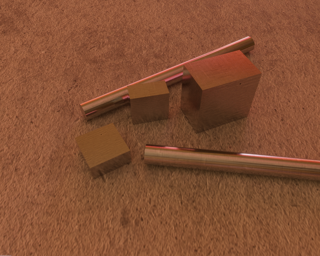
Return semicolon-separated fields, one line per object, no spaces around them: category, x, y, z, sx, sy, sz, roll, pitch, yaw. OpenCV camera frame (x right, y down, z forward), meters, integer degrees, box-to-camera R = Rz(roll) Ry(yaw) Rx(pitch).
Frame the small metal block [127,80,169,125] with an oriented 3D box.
small metal block;-0.015;-0.033;0.415;0.050;0.050;0.025;-10;51;-9

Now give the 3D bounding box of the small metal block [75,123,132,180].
small metal block;-0.069;0.027;0.379;0.050;0.025;0.050;-23;54;-19

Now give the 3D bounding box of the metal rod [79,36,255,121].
metal rod;0.024;-0.082;0.472;0.302;0.025;0.025;-25;55;-20

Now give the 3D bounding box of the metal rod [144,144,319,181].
metal rod;0.133;0.045;0.367;0.302;0.025;0.025;5;50;4

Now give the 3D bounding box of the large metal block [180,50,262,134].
large metal block;0.076;-0.047;0.408;0.081;0.080;0.050;-18;53;-15
